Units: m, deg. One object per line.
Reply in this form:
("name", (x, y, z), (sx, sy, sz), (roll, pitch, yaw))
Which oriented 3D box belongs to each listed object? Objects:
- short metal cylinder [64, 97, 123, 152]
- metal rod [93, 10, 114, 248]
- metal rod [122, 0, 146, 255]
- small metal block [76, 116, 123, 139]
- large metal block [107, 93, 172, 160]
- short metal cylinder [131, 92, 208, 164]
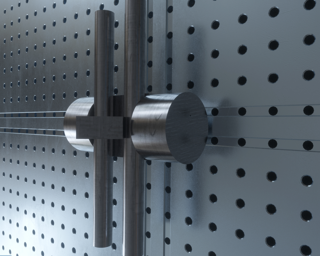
("short metal cylinder", (-0.088, -0.005, 0.441), (0.050, 0.081, 0.079), (2, 91, 40))
("metal rod", (-0.073, 0.001, 0.400), (0.025, 0.025, 0.298), (1, 91, 40))
("metal rod", (-0.030, 0.000, 0.365), (0.025, 0.025, 0.298), (1, 91, 40))
("small metal block", (-0.068, -0.001, 0.363), (0.050, 0.050, 0.025), (-171, 81, -84))
("large metal block", (-0.028, -0.002, 0.411), (0.080, 0.050, 0.079), (1, 91, 40))
("short metal cylinder", (0.013, 0.000, 0.358), (0.050, 0.081, 0.079), (1, 91, 41))
